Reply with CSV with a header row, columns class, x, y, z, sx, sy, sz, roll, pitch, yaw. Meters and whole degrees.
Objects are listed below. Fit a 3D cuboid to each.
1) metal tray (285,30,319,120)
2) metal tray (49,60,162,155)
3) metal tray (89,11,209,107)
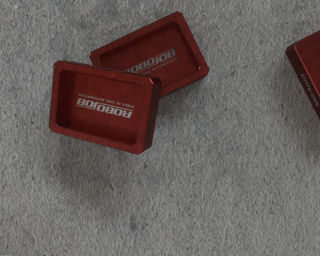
class,x,y,z,sx,sy,sz,roll,pitch,yaw
metal tray,0.239,-0.070,0.409,0.090,0.030,0.130,-27,90,0
metal tray,-0.069,-0.027,0.378,0.130,0.030,0.089,13,104,17
metal tray,-0.014,-0.082,0.407,0.131,0.030,0.090,-26,90,0
